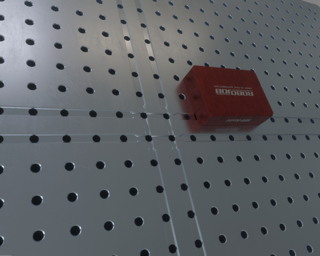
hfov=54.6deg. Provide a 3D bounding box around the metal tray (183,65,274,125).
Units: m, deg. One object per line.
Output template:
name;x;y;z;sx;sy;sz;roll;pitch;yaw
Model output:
metal tray;0.110;-0.051;0.494;0.131;0.030;0.090;-1;62;-29
